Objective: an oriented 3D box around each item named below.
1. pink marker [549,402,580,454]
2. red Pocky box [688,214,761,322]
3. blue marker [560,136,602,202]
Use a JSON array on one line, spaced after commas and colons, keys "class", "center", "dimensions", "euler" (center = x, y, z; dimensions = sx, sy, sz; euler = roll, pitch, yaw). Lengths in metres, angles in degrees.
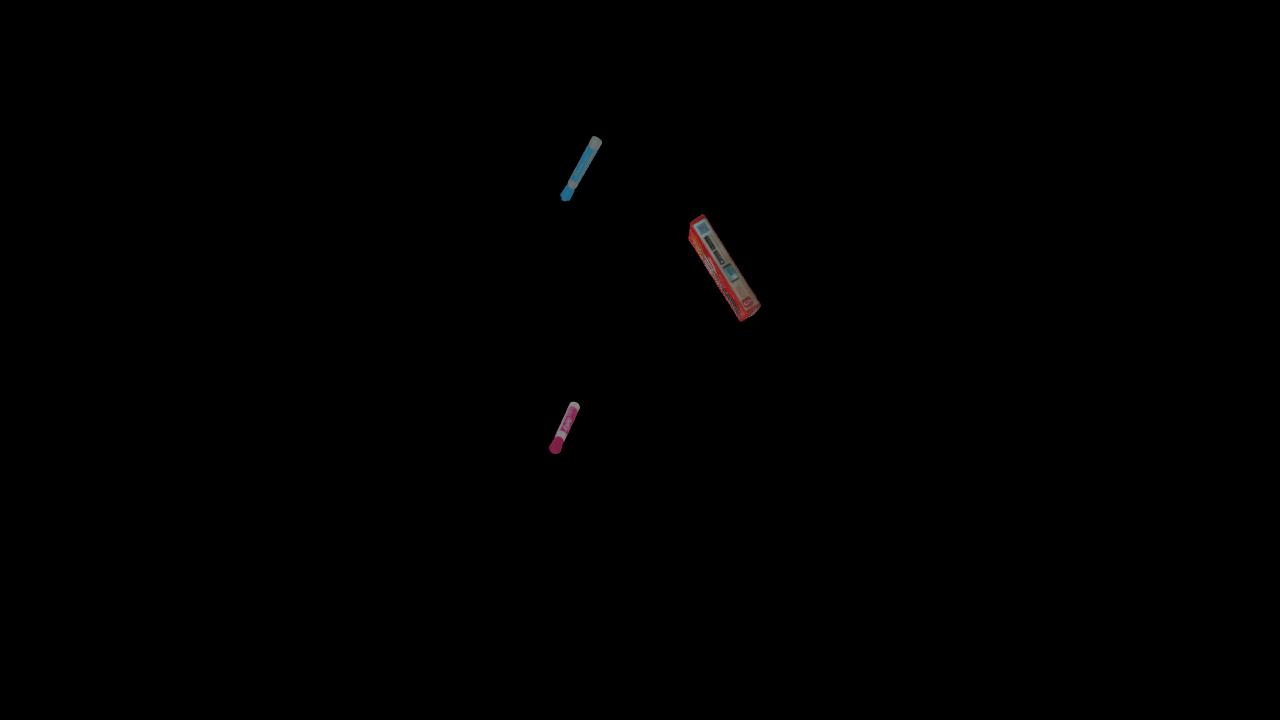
[{"class": "pink marker", "center": [-0.120, 0.108, 0.980], "dimensions": [0.020, 0.020, 0.121], "euler": [0, 31, 12]}, {"class": "red Pocky box", "center": [0.120, -0.130, 0.892], "dimensions": [0.028, 0.155, 0.083], "euler": [-31, -6, 1]}, {"class": "blue marker", "center": [-0.099, -0.314, 1.018], "dimensions": [0.020, 0.020, 0.121], "euler": [0, -42, -44]}]
